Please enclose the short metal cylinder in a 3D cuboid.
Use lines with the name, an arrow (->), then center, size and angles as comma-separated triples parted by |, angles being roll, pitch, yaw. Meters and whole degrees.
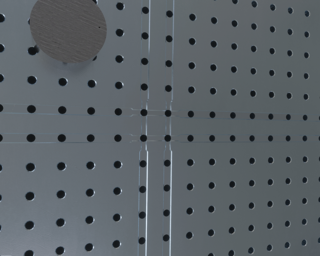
short metal cylinder -> -0.107, -0.111, 0.360 | 0.081, 0.050, 0.079 | 0, 90, -20
